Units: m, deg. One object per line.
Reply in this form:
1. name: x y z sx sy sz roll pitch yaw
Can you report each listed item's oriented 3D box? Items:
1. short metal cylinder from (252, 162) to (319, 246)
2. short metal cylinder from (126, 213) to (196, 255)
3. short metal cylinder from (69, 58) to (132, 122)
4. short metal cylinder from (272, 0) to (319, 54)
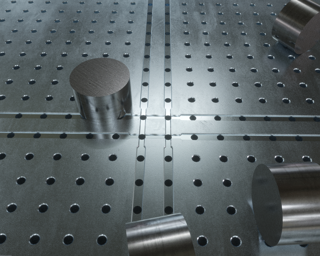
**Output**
1. short metal cylinder: 0.130 0.075 0.311 0.050 0.080 0.080 -3 50 -3
2. short metal cylinder: 0.001 0.120 0.271 0.050 0.080 0.080 -9 51 -8
3. short metal cylinder: -0.081 -0.054 0.436 0.081 0.050 0.080 0 50 0
4. short metal cylinder: 0.237 -0.172 0.520 0.081 0.080 0.050 -27 55 -21
